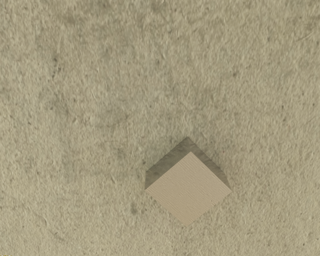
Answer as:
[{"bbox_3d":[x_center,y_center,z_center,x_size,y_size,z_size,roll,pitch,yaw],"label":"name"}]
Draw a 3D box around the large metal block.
[{"bbox_3d":[0.037,0.073,0.424,0.080,0.050,0.080,-42,105,13],"label":"large metal block"}]
